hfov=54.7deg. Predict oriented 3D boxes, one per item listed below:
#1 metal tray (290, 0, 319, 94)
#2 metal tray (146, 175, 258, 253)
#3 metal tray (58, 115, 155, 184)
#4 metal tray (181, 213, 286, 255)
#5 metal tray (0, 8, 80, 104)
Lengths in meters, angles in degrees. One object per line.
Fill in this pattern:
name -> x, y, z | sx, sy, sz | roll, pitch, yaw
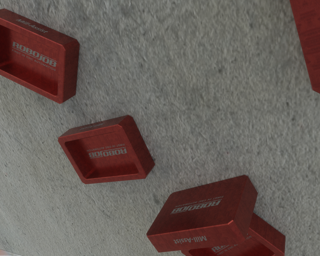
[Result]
metal tray -> 0.162, -0.101, 0.256 | 0.090, 0.030, 0.129 | -12, 113, 32
metal tray -> 0.054, 0.112, 0.404 | 0.130, 0.090, 0.030 | -23, 106, 36
metal tray -> -0.082, 0.037, 0.467 | 0.130, 0.030, 0.090 | -11, 113, 32
metal tray -> 0.102, 0.170, 0.449 | 0.090, 0.030, 0.129 | 37, 129, -3
metal tray -> -0.178, -0.100, 0.433 | 0.130, 0.030, 0.089 | 25, 127, 12
